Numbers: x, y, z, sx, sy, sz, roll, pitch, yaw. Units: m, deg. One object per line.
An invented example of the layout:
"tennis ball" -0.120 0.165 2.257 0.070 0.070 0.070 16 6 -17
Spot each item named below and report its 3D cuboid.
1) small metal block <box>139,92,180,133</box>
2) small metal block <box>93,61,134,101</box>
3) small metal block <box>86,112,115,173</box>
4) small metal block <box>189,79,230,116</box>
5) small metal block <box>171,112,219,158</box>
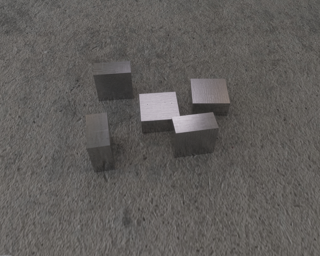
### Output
"small metal block" -0.001 -0.021 0.421 0.050 0.025 0.050 -4 50 -4
"small metal block" -0.065 -0.066 0.442 0.050 0.050 0.025 -5 50 -4
"small metal block" -0.071 0.018 0.372 0.025 0.050 0.050 -8 51 -7
"small metal block" 0.069 -0.044 0.441 0.050 0.025 0.050 0 50 0
"small metal block" 0.041 0.009 0.379 0.050 0.050 0.025 -7 51 -6
